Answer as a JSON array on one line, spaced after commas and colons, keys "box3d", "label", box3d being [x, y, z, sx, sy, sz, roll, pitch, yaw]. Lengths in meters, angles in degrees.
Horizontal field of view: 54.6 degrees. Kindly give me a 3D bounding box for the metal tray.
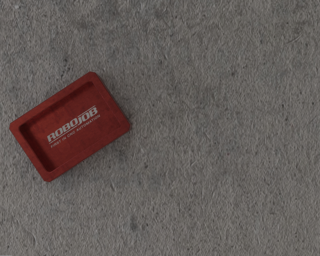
[{"box3d": [-0.114, -0.002, 0.406, 0.130, 0.030, 0.090, -33, 90, 0], "label": "metal tray"}]
